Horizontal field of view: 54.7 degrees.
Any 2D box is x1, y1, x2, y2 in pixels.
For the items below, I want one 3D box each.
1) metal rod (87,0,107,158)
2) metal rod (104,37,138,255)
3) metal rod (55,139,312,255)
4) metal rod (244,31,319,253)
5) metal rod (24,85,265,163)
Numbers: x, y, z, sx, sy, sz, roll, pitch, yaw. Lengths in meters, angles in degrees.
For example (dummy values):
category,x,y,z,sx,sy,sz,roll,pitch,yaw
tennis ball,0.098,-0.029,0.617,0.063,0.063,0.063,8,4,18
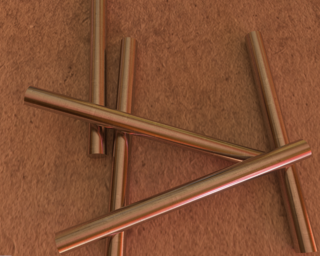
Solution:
category,x,y,z,sx,sy,sz,roll,pitch,yaw
metal rod,-0.088,-0.105,0.445,0.025,0.025,0.299,-3,70,-2
metal rod,-0.048,0.015,0.402,0.025,0.025,0.299,1,70,0
metal rod,0.033,0.075,0.353,0.302,0.025,0.025,-19,72,-8
metal rod,0.154,0.003,0.408,0.025,0.025,0.299,-6,70,-2
metal rod,-0.014,0.001,0.384,0.302,0.025,0.025,16,71,-4
